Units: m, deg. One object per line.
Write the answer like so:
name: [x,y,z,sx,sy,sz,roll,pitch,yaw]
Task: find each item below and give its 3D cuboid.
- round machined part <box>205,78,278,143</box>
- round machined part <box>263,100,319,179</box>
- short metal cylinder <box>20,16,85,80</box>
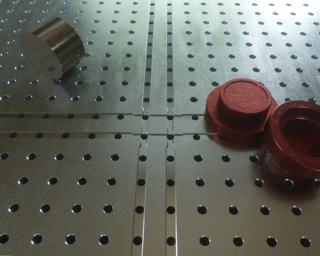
round machined part: [0.113,-0.031,0.423,0.099,0.042,0.098,0,50,0]
round machined part: [0.173,0.017,0.377,0.099,0.042,0.098,4,56,-6]
short metal cylinder: [-0.163,-0.121,0.473,0.080,0.080,0.050,26,55,20]
